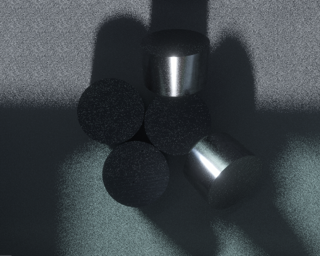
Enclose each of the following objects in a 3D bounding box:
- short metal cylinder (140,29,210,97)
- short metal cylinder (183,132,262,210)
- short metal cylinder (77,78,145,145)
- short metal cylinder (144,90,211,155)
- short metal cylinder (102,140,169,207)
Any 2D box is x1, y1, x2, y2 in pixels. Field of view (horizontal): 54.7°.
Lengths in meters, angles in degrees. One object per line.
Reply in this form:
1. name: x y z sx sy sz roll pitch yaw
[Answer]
1. short metal cylinder: 0.018 -0.081 0.375 0.081 0.080 0.050 -3 129 -1
2. short metal cylinder: 0.076 0.052 0.378 0.081 0.050 0.079 -18 129 -23
3. short metal cylinder: -0.059 -0.020 0.396 0.081 0.050 0.079 0 90 -1
4. short metal cylinder: 0.021 -0.007 0.397 0.081 0.050 0.079 0 90 -1
5. short metal cylinder: -0.029 0.055 0.397 0.081 0.050 0.079 0 90 -1
